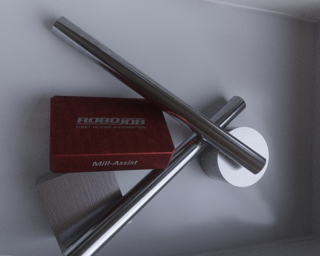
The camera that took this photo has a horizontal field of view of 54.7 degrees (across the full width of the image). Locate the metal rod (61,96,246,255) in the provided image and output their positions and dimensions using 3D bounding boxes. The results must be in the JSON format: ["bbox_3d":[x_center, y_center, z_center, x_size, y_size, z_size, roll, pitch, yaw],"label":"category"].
[{"bbox_3d":[0.013,0.047,0.376,0.302,0.025,0.025,-39,103,-30],"label":"metal rod"}]

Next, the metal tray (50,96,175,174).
[{"bbox_3d":[-0.057,0.005,0.356,0.131,0.030,0.090,0,46,-19],"label":"metal tray"}]

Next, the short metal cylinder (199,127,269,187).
[{"bbox_3d":[0.103,0.038,0.434,0.081,0.050,0.079,0,90,-21],"label":"short metal cylinder"}]

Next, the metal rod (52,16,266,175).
[{"bbox_3d":[0.003,-0.037,0.380,0.301,0.025,0.025,35,78,-5],"label":"metal rod"}]

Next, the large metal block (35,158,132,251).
[{"bbox_3d":[-0.089,0.083,0.360,0.081,0.050,0.080,-20,97,-19],"label":"large metal block"}]
